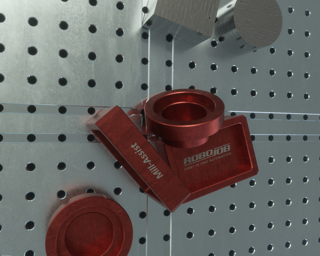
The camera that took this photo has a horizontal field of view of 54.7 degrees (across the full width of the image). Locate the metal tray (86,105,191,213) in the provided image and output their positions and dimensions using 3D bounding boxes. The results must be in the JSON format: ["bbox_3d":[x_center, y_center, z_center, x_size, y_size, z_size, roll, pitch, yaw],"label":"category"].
[{"bbox_3d":[-0.029,0.035,0.367,0.030,0.090,0.130,-42,104,-15],"label":"metal tray"}]

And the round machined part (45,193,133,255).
[{"bbox_3d":[-0.085,0.126,0.372,0.099,0.042,0.097,0,90,-20],"label":"round machined part"}]

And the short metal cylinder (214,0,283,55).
[{"bbox_3d":[0.126,-0.150,0.446,0.081,0.050,0.079,0,90,-20],"label":"short metal cylinder"}]

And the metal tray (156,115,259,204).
[{"bbox_3d":[0.069,0.040,0.435,0.131,0.030,0.089,-17,96,-19],"label":"metal tray"}]

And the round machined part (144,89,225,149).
[{"bbox_3d":[0.031,-0.010,0.392,0.099,0.098,0.042,-17,124,-19],"label":"round machined part"}]

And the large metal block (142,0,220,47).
[{"bbox_3d":[0.030,-0.165,0.410,0.081,0.050,0.080,16,85,-20],"label":"large metal block"}]
